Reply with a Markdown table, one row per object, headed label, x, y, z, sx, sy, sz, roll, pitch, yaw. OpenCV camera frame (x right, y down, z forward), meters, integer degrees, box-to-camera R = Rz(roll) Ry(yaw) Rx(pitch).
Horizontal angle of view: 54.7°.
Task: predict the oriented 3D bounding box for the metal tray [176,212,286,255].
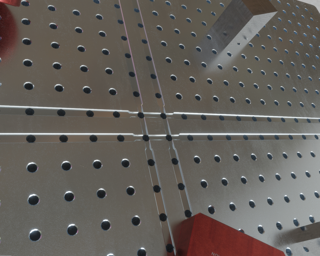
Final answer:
| label | x | y | z | sx | sy | sz | roll | pitch | yaw |
| --- | --- | --- | --- | --- | --- | --- | --- | --- | --- |
| metal tray | 0.081 | 0.164 | 0.350 | 0.131 | 0.030 | 0.090 | 28 | 52 | -11 |

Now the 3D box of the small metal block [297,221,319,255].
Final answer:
| label | x | y | z | sx | sy | sz | roll | pitch | yaw |
| --- | --- | --- | --- | --- | --- | --- | --- | --- | --- |
| small metal block | 0.228 | 0.155 | 0.423 | 0.050 | 0.050 | 0.025 | 35 | 51 | -6 |

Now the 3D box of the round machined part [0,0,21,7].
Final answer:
| label | x | y | z | sx | sy | sz | roll | pitch | yaw |
| --- | --- | --- | --- | --- | --- | --- | --- | --- | --- |
| round machined part | -0.211 | -0.181 | 0.361 | 0.099 | 0.042 | 0.098 | 20 | 15 | -5 |

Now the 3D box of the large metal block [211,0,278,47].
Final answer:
| label | x | y | z | sx | sy | sz | roll | pitch | yaw |
| --- | --- | --- | --- | --- | --- | --- | --- | --- | --- |
| large metal block | 0.159 | -0.206 | 0.587 | 0.081 | 0.080 | 0.050 | -23 | 75 | -37 |
